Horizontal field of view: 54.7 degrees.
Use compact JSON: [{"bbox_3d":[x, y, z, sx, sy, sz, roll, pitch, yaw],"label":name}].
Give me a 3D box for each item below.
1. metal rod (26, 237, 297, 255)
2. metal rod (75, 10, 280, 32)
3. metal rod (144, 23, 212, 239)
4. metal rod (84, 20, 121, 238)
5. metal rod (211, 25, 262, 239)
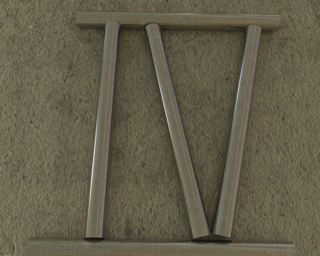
[{"bbox_3d":[0.002,0.141,0.357,0.302,0.025,0.025,1,70,0],"label":"metal rod"},{"bbox_3d":[0.026,-0.162,0.469,0.302,0.025,0.025,1,70,0],"label":"metal rod"},{"bbox_3d":[0.018,-0.010,0.412,0.025,0.025,0.299,-11,70,-4],"label":"metal rod"},{"bbox_3d":[-0.073,-0.013,0.412,0.025,0.025,0.299,1,70,0],"label":"metal rod"},{"bbox_3d":[0.106,-0.010,0.413,0.025,0.025,0.299,13,70,4],"label":"metal rod"}]
